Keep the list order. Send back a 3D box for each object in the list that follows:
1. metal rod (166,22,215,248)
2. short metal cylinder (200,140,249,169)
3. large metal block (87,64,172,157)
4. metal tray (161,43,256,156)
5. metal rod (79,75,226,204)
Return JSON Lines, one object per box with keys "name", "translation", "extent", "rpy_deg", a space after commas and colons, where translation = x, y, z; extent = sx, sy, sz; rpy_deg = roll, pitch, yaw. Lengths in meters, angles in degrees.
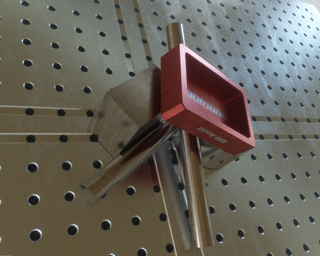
{"name": "metal rod", "translation": [0.036, -0.005, 0.403], "extent": [0.025, 0.025, 0.299], "rpy_deg": [4, 69, -27]}
{"name": "short metal cylinder", "translation": [0.081, 0.011, 0.430], "extent": [0.081, 0.050, 0.080], "rpy_deg": [14, 56, -21]}
{"name": "large metal block", "translation": [-0.030, -0.019, 0.369], "extent": [0.050, 0.080, 0.080], "rpy_deg": [47, 51, 4]}
{"name": "metal tray", "translation": [0.058, -0.030, 0.366], "extent": [0.131, 0.030, 0.090], "rpy_deg": [26, 50, -36]}
{"name": "metal rod", "translation": [0.014, -0.004, 0.420], "extent": [0.025, 0.025, 0.302], "rpy_deg": [47, 51, 4]}
